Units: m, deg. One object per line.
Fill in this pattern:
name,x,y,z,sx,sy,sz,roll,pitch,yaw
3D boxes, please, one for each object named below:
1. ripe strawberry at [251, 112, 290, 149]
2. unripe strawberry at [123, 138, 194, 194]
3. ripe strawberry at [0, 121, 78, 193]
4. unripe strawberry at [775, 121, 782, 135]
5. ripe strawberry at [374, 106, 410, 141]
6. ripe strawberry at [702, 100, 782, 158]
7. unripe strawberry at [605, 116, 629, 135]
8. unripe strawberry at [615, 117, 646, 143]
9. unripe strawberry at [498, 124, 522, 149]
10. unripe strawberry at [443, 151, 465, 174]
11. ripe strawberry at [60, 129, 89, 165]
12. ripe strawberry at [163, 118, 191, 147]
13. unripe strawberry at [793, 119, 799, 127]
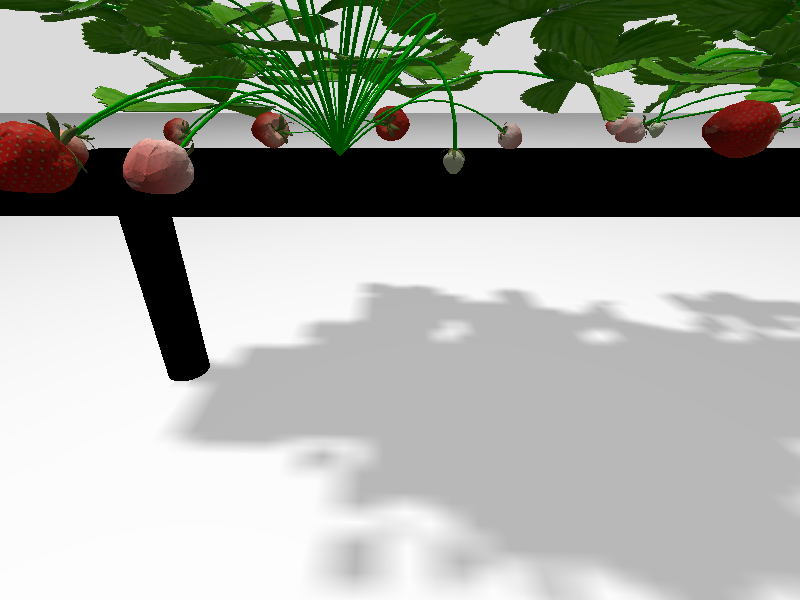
ripe strawberry,-0.120,-0.156,0.367,0.031,0.031,0.034,16,31,31
unripe strawberry,-0.106,-0.056,0.173,0.028,0.025,0.025,8,47,16
ripe strawberry,-0.163,-0.059,0.173,0.035,0.031,0.031,17,50,30
unripe strawberry,0.396,-0.189,0.437,0.031,0.028,0.028,-1,26,-2
ripe strawberry,-0.008,-0.192,0.437,0.039,0.035,0.036,8,27,16
ripe strawberry,0.250,-0.126,0.298,0.041,0.040,0.045,-5,27,-9
unripe strawberry,0.277,-0.223,0.512,0.027,0.023,0.027,-15,29,-27
unripe strawberry,0.229,-0.168,0.399,0.026,0.025,0.028,-15,16,33
unripe strawberry,0.103,-0.151,0.372,0.022,0.022,0.021,20,17,-27
unripe strawberry,0.026,-0.067,0.195,0.011,0.011,0.010,-13,29,-24
ripe strawberry,-0.207,-0.091,0.247,0.022,0.026,0.026,39,0,-39
ripe strawberry,-0.211,-0.158,0.379,0.024,0.026,0.022,9,28,18
unripe strawberry,0.473,-0.210,0.476,0.009,0.010,0.010,11,28,21
